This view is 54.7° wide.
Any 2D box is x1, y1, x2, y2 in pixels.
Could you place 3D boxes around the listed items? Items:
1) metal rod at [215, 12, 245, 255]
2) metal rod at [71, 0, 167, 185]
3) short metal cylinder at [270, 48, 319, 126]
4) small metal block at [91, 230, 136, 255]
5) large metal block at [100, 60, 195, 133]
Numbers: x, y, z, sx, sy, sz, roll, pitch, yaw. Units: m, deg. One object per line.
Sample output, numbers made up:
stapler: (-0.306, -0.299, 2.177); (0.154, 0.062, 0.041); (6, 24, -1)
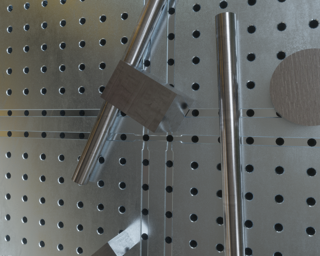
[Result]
metal rod: (0.086, 0.010, 0.381); (0.025, 0.025, 0.298); (-2, 89, 20)
metal rod: (-0.056, -0.057, 0.432); (0.025, 0.025, 0.298); (27, 99, 18)
short metal cylinder: (0.164, -0.042, 0.341); (0.080, 0.050, 0.080); (0, 90, 20)
small metal block: (-0.069, 0.172, 0.424); (0.050, 0.050, 0.025); (-42, 77, 15)
large metal block: (-0.012, -0.037, 0.388); (0.080, 0.080, 0.050); (34, 101, 17)
